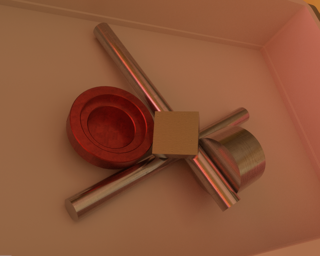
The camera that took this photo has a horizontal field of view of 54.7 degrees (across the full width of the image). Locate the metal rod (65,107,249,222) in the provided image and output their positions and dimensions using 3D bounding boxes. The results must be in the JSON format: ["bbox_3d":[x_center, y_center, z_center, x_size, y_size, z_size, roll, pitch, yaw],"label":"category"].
[{"bbox_3d":[0.021,0.030,0.398,0.302,0.025,0.025,-25,76,-37],"label":"metal rod"}]

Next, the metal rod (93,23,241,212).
[{"bbox_3d":[-0.002,-0.027,0.398,0.025,0.025,0.299,-21,66,-36],"label":"metal rod"}]

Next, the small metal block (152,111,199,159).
[{"bbox_3d":[0.020,0.008,0.358,0.050,0.025,0.050,1,74,10],"label":"small metal block"}]

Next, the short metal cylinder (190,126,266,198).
[{"bbox_3d":[0.083,0.042,0.389,0.050,0.080,0.080,-22,74,-36],"label":"short metal cylinder"}]

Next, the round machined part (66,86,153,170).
[{"bbox_3d":[-0.059,0.003,0.361,0.099,0.042,0.098,14,56,-21],"label":"round machined part"}]
